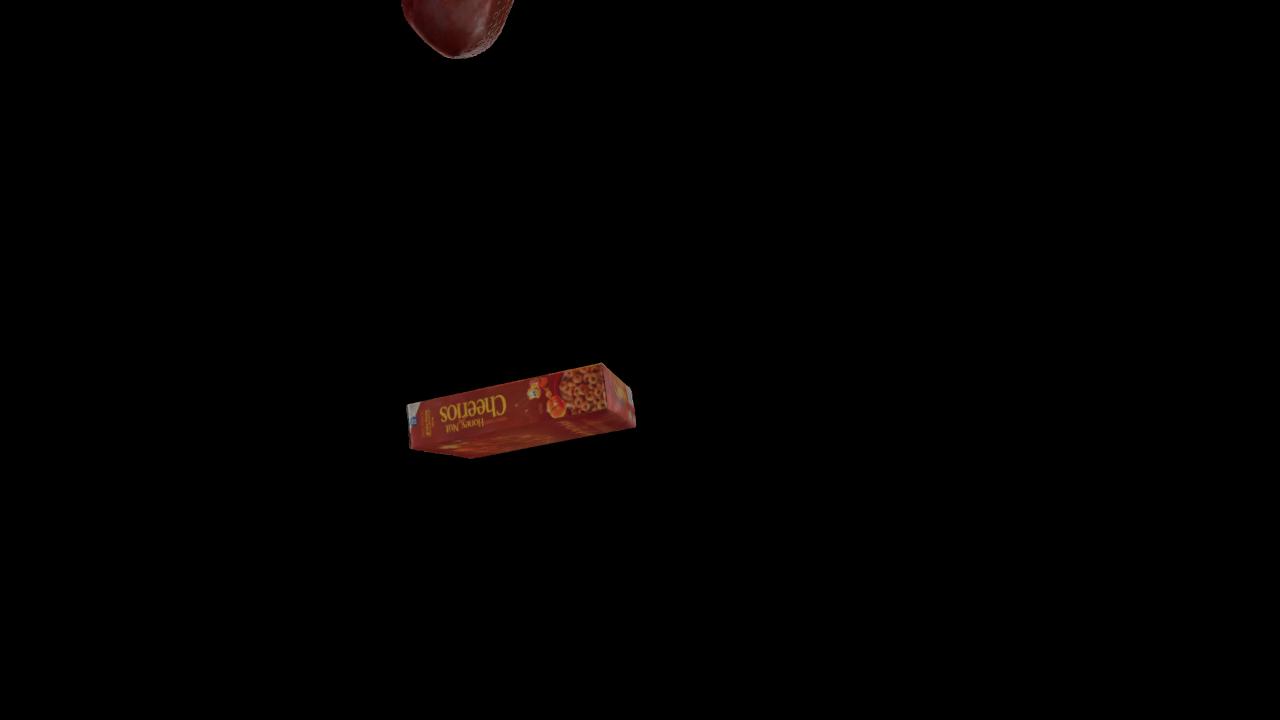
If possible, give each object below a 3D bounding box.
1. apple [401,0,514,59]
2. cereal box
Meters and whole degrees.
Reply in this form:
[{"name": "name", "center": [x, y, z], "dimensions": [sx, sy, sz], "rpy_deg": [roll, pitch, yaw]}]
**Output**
[{"name": "apple", "center": [-0.140, -0.280, 0.472], "dimensions": [0.093, 0.079, 0.079], "rpy_deg": [-41, -19, 23]}, {"name": "cereal box", "center": [-0.175, 0.087, 0.963], "dimensions": [0.306, 0.081, 0.203], "rpy_deg": [-11, -15, 9]}]
